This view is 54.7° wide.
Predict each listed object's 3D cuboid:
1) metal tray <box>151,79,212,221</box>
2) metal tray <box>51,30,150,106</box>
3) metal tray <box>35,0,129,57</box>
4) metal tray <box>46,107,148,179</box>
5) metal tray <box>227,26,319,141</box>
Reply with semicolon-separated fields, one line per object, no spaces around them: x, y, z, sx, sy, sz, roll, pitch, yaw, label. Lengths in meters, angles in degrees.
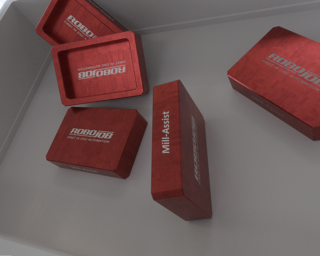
0.024;0.025;0.335;0.030;0.090;0.130;-13;56;21;metal tray
-0.088;-0.085;0.456;0.130;0.030;0.089;-7;99;15;metal tray
-0.115;-0.145;0.481;0.090;0.130;0.030;-49;4;23;metal tray
-0.091;0.017;0.440;0.130;0.030;0.090;4;64;30;metal tray
0.155;-0.057;0.356;0.090;0.030;0.130;-44;51;-3;metal tray
